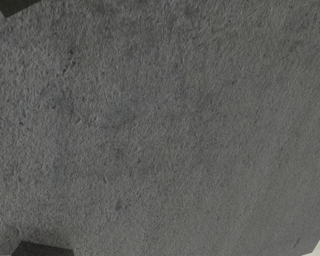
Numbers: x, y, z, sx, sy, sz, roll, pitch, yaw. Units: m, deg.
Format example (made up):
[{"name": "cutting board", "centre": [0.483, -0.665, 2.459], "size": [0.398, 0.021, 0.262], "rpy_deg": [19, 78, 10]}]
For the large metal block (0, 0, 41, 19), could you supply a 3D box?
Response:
[{"name": "large metal block", "centre": [-0.110, -0.146, 0.240], "size": [0.080, 0.050, 0.080], "rpy_deg": [-32, 129, -8]}]

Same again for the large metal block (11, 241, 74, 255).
[{"name": "large metal block", "centre": [-0.172, 0.210, 0.427], "size": [0.080, 0.050, 0.080], "rpy_deg": [31, 101, -38]}]
